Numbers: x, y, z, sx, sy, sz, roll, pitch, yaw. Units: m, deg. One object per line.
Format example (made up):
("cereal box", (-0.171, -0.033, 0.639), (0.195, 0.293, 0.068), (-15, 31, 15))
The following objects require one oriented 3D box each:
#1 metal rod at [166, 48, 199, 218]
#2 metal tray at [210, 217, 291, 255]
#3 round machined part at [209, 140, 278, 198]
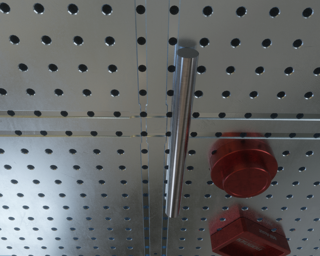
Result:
("metal rod", (0.026, 0.031, 0.437), (0.025, 0.025, 0.298), (1, 130, -1))
("metal tray", (0.175, 0.227, 0.602), (0.131, 0.030, 0.090), (30, 124, -23))
("round machined part", (0.125, 0.067, 0.458), (0.099, 0.042, 0.097), (0, 130, 0))
